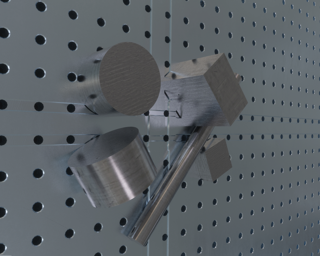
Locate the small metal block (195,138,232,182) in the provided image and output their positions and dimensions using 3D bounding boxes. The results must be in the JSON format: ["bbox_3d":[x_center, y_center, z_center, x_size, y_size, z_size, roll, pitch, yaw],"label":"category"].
[{"bbox_3d":[0.081,0.048,0.478,0.050,0.025,0.050,-27,107,-37],"label":"small metal block"}]

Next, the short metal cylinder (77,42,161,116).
[{"bbox_3d":[-0.046,-0.053,0.354,0.081,0.050,0.079,0,90,-40],"label":"short metal cylinder"}]

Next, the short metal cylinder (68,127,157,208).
[{"bbox_3d":[-0.050,0.040,0.332,0.080,0.080,0.050,-36,113,-34],"label":"short metal cylinder"}]

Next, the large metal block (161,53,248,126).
[{"bbox_3d":[0.060,-0.049,0.424,0.050,0.080,0.080,-48,119,-29],"label":"large metal block"}]

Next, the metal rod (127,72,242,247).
[{"bbox_3d":[0.047,0.029,0.448,0.025,0.025,0.301,50,61,-29],"label":"metal rod"}]
